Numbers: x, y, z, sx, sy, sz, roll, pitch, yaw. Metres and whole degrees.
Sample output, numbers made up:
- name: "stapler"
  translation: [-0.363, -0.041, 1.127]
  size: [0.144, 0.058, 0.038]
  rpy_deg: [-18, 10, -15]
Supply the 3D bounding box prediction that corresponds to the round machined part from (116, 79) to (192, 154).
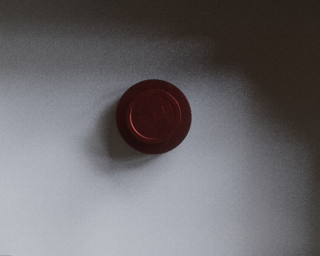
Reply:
- name: "round machined part"
  translation: [-0.008, -0.014, 0.400]
  size: [0.099, 0.042, 0.097]
  rpy_deg: [0, 90, 0]
